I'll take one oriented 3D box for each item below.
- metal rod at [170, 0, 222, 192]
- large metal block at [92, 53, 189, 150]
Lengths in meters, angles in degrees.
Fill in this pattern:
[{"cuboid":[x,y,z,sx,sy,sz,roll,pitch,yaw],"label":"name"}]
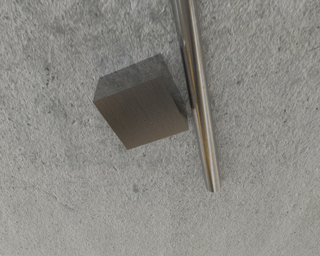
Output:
[{"cuboid":[0.053,-0.020,0.390,0.025,0.025,0.298,-10,130,7],"label":"metal rod"},{"cuboid":[-0.020,-0.029,0.366,0.080,0.050,0.080,-19,128,15],"label":"large metal block"}]
